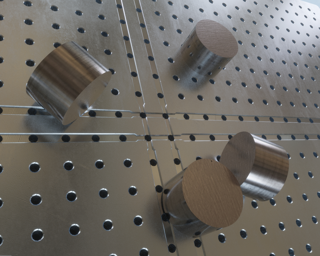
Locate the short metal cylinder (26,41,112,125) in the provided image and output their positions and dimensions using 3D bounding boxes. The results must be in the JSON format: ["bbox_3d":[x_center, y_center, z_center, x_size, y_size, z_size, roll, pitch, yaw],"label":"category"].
[{"bbox_3d":[-0.100,-0.049,0.349,0.050,0.080,0.080,41,51,-1],"label":"short metal cylinder"}]

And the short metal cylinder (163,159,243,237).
[{"bbox_3d":[0.050,0.083,0.368,0.081,0.050,0.080,14,56,-21],"label":"short metal cylinder"}]

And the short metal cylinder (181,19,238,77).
[{"bbox_3d":[0.082,-0.133,0.517,0.081,0.050,0.080,14,56,-21],"label":"short metal cylinder"}]

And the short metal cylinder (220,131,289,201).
[{"bbox_3d":[0.120,0.050,0.406,0.050,0.080,0.080,21,54,-16],"label":"short metal cylinder"}]
